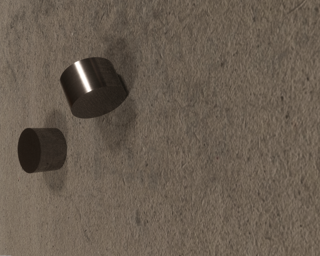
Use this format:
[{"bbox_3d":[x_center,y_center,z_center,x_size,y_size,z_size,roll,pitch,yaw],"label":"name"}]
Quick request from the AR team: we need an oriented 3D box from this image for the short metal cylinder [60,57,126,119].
[{"bbox_3d":[-0.096,-0.056,0.446,0.080,0.081,0.050,-39,67,33],"label":"short metal cylinder"}]

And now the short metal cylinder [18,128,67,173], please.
[{"bbox_3d":[-0.214,0.040,0.562,0.080,0.050,0.079,0,90,39],"label":"short metal cylinder"}]
